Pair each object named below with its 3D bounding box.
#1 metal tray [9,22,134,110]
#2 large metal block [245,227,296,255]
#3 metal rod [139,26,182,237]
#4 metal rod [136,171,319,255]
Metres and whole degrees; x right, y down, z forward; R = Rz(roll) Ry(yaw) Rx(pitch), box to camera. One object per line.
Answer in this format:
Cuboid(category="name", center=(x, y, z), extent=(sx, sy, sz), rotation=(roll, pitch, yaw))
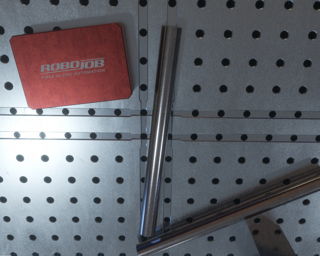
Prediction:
Cuboid(category="metal tray", center=(-0.104, -0.076, 0.382), extent=(0.131, 0.030, 0.089), rotation=(-7, 110, 2))
Cuboid(category="large metal block", center=(0.164, 0.206, 0.462), extent=(0.050, 0.080, 0.079), rotation=(0, 110, 0))
Cuboid(category="metal rod", center=(-0.003, 0.018, 0.419), extent=(0.025, 0.025, 0.298), rotation=(6, 110, -3))
Cuboid(category="metal rod", center=(0.104, 0.132, 0.462), extent=(0.301, 0.025, 0.025), rotation=(-24, 109, 8))
